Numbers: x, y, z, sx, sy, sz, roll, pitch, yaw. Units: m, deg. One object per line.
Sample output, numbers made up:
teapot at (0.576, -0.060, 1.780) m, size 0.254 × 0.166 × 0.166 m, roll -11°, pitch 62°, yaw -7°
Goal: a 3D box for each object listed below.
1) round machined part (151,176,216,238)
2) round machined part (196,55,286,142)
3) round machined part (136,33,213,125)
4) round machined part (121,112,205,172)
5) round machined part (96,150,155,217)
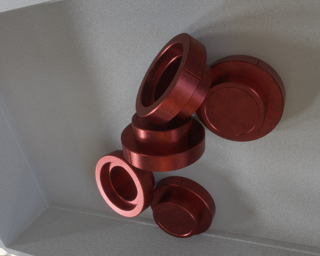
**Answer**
round machined part at (0.029, 0.123, 0.457) m, size 0.098 × 0.042 × 0.097 m, roll 13°, pitch 124°, yaw 20°
round machined part at (0.082, -0.026, 0.337) m, size 0.098 × 0.042 × 0.097 m, roll 13°, pitch 124°, yaw 20°
round machined part at (0.018, -0.047, 0.329) m, size 0.042 × 0.098 × 0.098 m, roll 27°, pitch 133°, yaw -24°
round machined part at (0.003, 0.005, 0.362) m, size 0.098 × 0.098 × 0.042 m, roll 9°, pitch 123°, yaw 23°
round machined part at (-0.047, 0.078, 0.458) m, size 0.098 × 0.042 × 0.097 m, roll 16°, pitch 118°, yaw 35°
